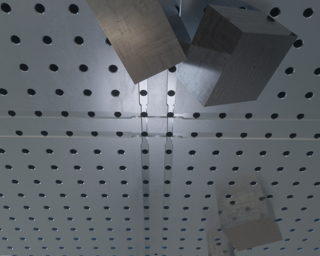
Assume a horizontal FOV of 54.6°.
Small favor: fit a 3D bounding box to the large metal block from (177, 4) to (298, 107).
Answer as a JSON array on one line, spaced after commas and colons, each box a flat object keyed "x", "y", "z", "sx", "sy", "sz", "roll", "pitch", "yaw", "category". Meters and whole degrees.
[{"x": 0.075, "y": -0.071, "z": 0.313, "sx": 0.081, "sy": 0.050, "sz": 0.079, "roll": -9, "pitch": 139, "yaw": -35, "category": "large metal block"}]

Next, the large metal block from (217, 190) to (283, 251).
[{"x": 0.154, "y": 0.161, "z": 0.533, "sx": 0.080, "sy": 0.050, "sz": 0.080, "roll": -23, "pitch": 127, "yaw": 18, "category": "large metal block"}]

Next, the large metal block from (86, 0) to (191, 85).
[{"x": -0.013, "y": -0.097, "z": 0.281, "sx": 0.050, "sy": 0.080, "sz": 0.080, "roll": -23, "pitch": 111, "yaw": 18, "category": "large metal block"}]

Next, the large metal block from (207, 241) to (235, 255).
[{"x": 0.129, "y": 0.285, "z": 0.618, "sx": 0.050, "sy": 0.080, "sz": 0.080, "roll": -11, "pitch": 129, "yaw": 9, "category": "large metal block"}]
